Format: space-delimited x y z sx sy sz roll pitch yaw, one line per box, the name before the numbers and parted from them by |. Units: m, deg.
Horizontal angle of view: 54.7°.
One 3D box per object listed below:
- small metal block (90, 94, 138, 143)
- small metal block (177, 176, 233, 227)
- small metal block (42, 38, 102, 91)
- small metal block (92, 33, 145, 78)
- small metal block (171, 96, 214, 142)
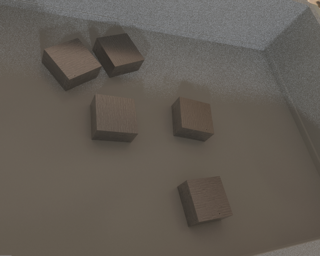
small metal block | -0.057 -0.011 0.382 0.050 0.025 0.050 6 59 -25
small metal block | 0.055 0.089 0.380 0.050 0.025 0.050 -1 62 -29
small metal block | -0.112 -0.082 0.395 0.050 0.025 0.050 -35 82 -38
small metal block | -0.059 -0.103 0.437 0.050 0.025 0.050 -23 74 -36
small metal block | 0.046 -0.012 0.437 0.050 0.025 0.050 11 57 -22
